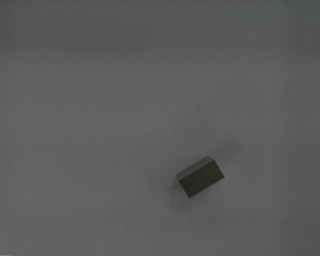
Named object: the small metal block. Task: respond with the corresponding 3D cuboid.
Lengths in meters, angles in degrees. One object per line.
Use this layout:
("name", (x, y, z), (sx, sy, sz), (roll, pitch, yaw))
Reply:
("small metal block", (0.051, 0.062, 0.399), (0.050, 0.050, 0.025), (-31, 90, 0))
